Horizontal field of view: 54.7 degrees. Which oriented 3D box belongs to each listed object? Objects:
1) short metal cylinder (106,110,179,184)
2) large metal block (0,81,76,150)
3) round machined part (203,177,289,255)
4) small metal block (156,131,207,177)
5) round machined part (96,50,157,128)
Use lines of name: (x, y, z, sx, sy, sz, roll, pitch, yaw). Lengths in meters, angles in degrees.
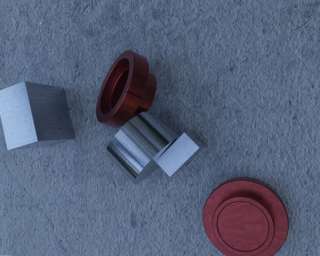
short metal cylinder: (-0.020, 0.024, 0.386, 0.050, 0.080, 0.080, 44, 103, 13)
large metal block: (-0.173, -0.016, 0.439, 0.050, 0.080, 0.080, -16, 85, 19)
round machined part: (0.099, 0.110, 0.365, 0.098, 0.042, 0.097, 0, 90, 19)
small metal block: (0.028, 0.031, 0.385, 0.025, 0.050, 0.050, 46, 104, 13)
round machined part: (-0.040, -0.046, 0.395, 0.098, 0.042, 0.098, -37, 42, 43)
